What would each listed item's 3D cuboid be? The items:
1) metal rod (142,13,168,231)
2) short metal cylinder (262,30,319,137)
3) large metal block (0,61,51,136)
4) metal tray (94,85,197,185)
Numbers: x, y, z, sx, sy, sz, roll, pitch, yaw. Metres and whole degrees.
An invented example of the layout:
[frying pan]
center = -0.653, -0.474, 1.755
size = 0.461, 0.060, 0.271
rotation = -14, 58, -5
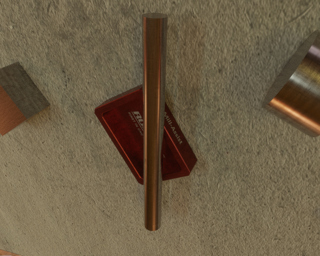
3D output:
[metal rod]
center = -0.008, 0.017, 0.380
size = 0.025, 0.025, 0.298
rotation = 14, 124, 20
[short metal cylinder]
center = 0.136, -0.038, 0.276
size = 0.050, 0.080, 0.079
rotation = 33, 129, 6
[large metal block]
center = -0.234, -0.044, 0.484
size = 0.080, 0.050, 0.080
rotation = -24, 106, 36
[metal tray]
center = -0.019, 0.011, 0.418
size = 0.090, 0.030, 0.130
rotation = -19, 109, 35
